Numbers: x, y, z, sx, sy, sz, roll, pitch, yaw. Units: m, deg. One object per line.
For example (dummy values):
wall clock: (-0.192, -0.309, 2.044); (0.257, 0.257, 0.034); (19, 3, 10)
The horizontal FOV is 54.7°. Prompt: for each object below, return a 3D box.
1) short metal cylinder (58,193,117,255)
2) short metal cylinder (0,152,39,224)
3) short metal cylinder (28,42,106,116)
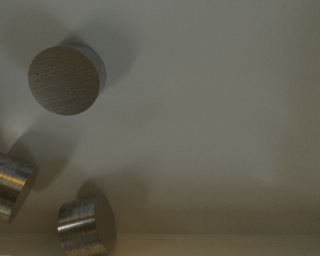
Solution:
short metal cylinder: (-0.099, 0.137, 0.431); (0.050, 0.080, 0.080); (-16, 110, 5)
short metal cylinder: (-0.203, 0.078, 0.408); (0.050, 0.080, 0.080); (24, 108, -9)
short metal cylinder: (-0.109, -0.061, 0.374); (0.081, 0.050, 0.079); (0, 110, -1)
